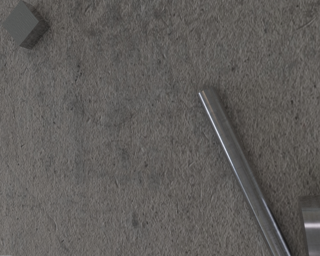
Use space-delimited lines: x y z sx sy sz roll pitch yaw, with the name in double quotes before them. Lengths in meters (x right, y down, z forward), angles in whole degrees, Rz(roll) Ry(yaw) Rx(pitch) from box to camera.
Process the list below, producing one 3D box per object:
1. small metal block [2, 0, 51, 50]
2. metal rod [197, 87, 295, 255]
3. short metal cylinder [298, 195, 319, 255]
"small metal block" -0.208 -0.160 0.482 0.050 0.025 0.050 -44 77 14
"metal rod" 0.117 0.090 0.367 0.025 0.025 0.299 -26 82 18
"short metal cylinder" 0.175 0.109 0.318 0.050 0.080 0.080 -8 88 20
